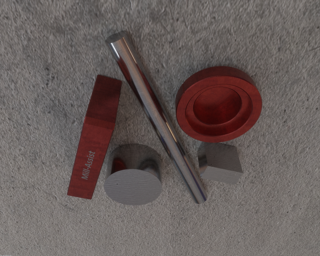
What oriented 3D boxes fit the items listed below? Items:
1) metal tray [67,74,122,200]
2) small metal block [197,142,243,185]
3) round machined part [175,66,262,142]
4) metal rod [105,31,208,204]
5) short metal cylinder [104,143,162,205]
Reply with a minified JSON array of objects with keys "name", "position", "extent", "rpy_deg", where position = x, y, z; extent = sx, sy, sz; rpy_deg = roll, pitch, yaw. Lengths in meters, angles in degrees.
[{"name":"metal tray","position":[-0.080,0.013,0.376],"extent":[0.030,0.090,0.129],"rpy_deg":[14,129,-12]},{"name":"small metal block","position":[0.082,0.047,0.430],"extent":[0.050,0.050,0.025],"rpy_deg":[13,129,-11]},{"name":"round machined part","position":[0.067,-0.032,0.371],"extent":[0.099,0.042,0.097],"rpy_deg":[-1,130,0]},{"name":"metal rod","position":[0.010,0.009,0.417],"extent":[0.025,0.025,0.299],"rpy_deg":[-18,128,14]},{"name":"short metal cylinder","position":[-0.037,0.068,0.449],"extent":[0.081,0.050,0.079],"rpy_deg":[0,130,0]}]
